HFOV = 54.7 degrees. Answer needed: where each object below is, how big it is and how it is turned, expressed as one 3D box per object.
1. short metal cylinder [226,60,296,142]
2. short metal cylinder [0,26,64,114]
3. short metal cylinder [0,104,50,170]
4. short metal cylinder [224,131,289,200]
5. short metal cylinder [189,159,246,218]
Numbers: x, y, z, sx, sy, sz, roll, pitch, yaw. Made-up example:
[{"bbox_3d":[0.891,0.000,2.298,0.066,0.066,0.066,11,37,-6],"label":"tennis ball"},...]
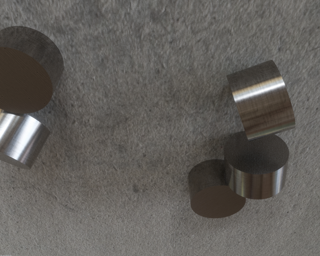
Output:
[{"bbox_3d":[0.112,-0.030,0.348,0.050,0.080,0.080,-19,128,15],"label":"short metal cylinder"},{"bbox_3d":[-0.151,-0.062,0.336,0.081,0.050,0.079,-1,130,0],"label":"short metal cylinder"},{"bbox_3d":[-0.183,0.011,0.374,0.080,0.050,0.080,18,158,8],"label":"short metal cylinder"},{"bbox_3d":[0.127,0.048,0.414,0.080,0.080,0.050,-8,130,6],"label":"short metal cylinder"},{"bbox_3d":[0.085,0.093,0.472,0.081,0.050,0.079,0,130,0],"label":"short metal cylinder"}]
